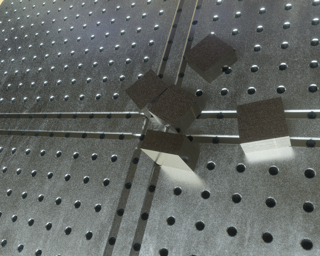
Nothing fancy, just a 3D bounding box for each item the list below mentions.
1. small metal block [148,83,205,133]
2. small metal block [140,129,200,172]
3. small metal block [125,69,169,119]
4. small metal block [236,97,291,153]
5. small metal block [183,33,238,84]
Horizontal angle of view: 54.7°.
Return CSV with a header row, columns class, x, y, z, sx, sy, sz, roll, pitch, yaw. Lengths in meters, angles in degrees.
class,x,y,z,sx,sy,sz,roll,pitch,yaw
small metal block,0.022,-0.025,0.411,0.050,0.025,0.050,35,81,38
small metal block,0.013,0.027,0.368,0.050,0.050,0.025,8,66,31
small metal block,-0.015,-0.049,0.445,0.050,0.025,0.050,-40,51,0
small metal block,0.116,-0.003,0.349,0.050,0.025,0.050,-11,57,22
small metal block,0.070,-0.098,0.431,0.050,0.025,0.050,-40,51,0
